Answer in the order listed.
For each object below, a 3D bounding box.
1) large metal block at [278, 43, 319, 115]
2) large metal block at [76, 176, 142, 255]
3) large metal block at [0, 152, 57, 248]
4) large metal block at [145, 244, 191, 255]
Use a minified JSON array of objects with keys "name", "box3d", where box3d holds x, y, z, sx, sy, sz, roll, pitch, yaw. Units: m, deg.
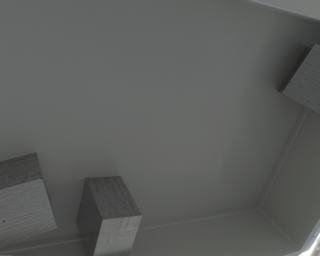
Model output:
[{"name":"large metal block","box3d":[0.235,-0.067,0.456,0.080,0.050,0.080,31,105,7]},{"name":"large metal block","box3d":[-0.071,0.121,0.410,0.050,0.080,0.079,3,117,-30]},{"name":"large metal block","box3d":[-0.170,0.084,0.352,0.081,0.050,0.079,-15,125,-20]},{"name":"large metal block","box3d":[0.010,0.267,0.568,0.081,0.050,0.079,3,117,-30]}]
